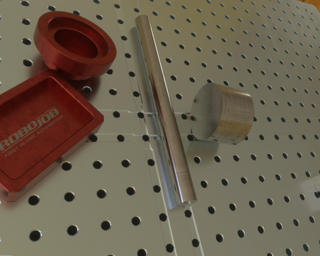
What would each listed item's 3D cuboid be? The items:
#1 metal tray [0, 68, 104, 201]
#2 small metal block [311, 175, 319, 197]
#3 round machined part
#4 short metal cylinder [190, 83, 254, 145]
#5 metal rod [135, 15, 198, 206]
[{"bbox_3d":[-0.136,0.001,0.331,0.090,0.030,0.131,43,51,1],"label":"metal tray"},{"bbox_3d":[0.283,0.099,0.504,0.050,0.025,0.050,-2,63,-30],"label":"small metal block"},{"bbox_3d":[-0.109,-0.099,0.391,0.099,0.042,0.098,23,40,-21],"label":"round machined part"},{"bbox_3d":[0.084,-0.019,0.432,0.050,0.080,0.080,10,58,-24],"label":"short metal cylinder"},{"bbox_3d":[0.002,-0.041,0.435,0.025,0.025,0.299,1,61,-28],"label":"metal rod"}]
